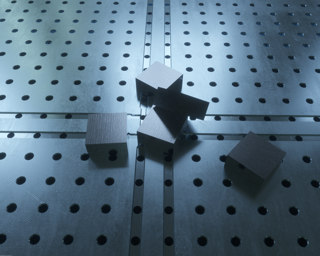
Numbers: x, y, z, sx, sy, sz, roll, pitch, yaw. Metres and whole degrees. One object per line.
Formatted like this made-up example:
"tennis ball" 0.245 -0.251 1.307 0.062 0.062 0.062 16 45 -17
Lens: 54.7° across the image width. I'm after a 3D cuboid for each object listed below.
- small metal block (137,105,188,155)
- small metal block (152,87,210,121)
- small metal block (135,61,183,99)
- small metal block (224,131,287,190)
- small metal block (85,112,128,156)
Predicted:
"small metal block" 0.004 0.002 0.406 0.050 0.025 0.050 19 53 14
"small metal block" 0.027 -0.032 0.407 0.050 0.025 0.050 13 7 -37
"small metal block" -0.001 -0.069 0.466 0.050 0.025 0.050 30 56 23
"small metal block" 0.115 0.038 0.377 0.050 0.025 0.050 35 58 25
"small metal block" -0.067 0.007 0.401 0.050 0.025 0.050 -3 50 -3
